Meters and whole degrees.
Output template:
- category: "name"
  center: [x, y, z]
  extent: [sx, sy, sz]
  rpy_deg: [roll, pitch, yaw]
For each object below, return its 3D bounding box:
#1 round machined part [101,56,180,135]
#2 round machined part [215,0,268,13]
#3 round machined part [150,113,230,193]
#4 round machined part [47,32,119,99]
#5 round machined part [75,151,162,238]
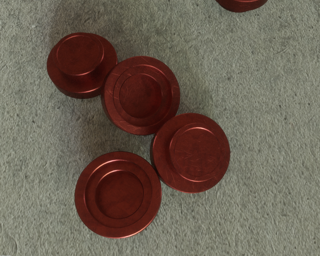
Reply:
- category: "round machined part"
  center: [-0.027, -0.041, 0.398]
  extent: [0.099, 0.042, 0.097]
  rpy_deg: [-2, 96, -21]
- category: "round machined part"
  center: [0.124, -0.220, 0.480]
  extent: [0.099, 0.042, 0.098]
  rpy_deg: [0, 70, 0]
- category: "round machined part"
  center: [0.039, 0.029, 0.374]
  extent: [0.099, 0.042, 0.097]
  rpy_deg: [1, 83, -12]
- category: "round machined part"
  center: [-0.109, -0.093, 0.432]
  extent: [0.099, 0.042, 0.098]
  rpy_deg: [0, 70, 0]
- category: "round machined part"
  center: [-0.047, 0.080, 0.369]
  extent: [0.099, 0.042, 0.098]
  rpy_deg: [0, 70, 0]
